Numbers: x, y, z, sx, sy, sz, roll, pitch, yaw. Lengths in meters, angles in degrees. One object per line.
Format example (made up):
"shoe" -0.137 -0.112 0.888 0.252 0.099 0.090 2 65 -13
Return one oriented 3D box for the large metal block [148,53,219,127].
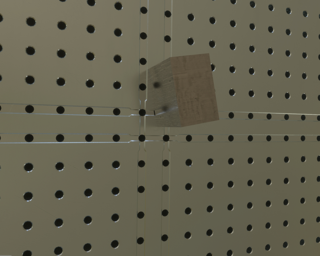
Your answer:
"large metal block" 0.027 -0.045 0.394 0.050 0.080 0.079 -11 94 -20
